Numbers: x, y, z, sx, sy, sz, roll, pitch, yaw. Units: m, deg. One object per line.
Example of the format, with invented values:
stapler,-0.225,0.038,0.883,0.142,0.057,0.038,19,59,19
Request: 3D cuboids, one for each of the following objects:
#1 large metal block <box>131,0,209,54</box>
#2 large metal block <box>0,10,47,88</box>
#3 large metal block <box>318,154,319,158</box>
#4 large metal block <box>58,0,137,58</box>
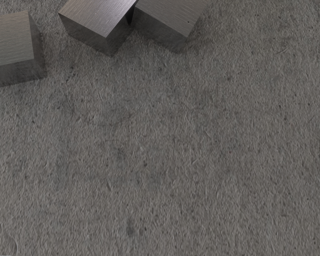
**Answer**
large metal block,0.015,-0.168,0.447,0.080,0.050,0.080,30,72,-4
large metal block,-0.211,-0.108,0.433,0.081,0.050,0.080,-13,71,-5
large metal block,0.263,0.045,0.380,0.080,0.050,0.080,-25,72,-9
large metal block,-0.085,-0.163,0.454,0.080,0.050,0.080,30,73,10
